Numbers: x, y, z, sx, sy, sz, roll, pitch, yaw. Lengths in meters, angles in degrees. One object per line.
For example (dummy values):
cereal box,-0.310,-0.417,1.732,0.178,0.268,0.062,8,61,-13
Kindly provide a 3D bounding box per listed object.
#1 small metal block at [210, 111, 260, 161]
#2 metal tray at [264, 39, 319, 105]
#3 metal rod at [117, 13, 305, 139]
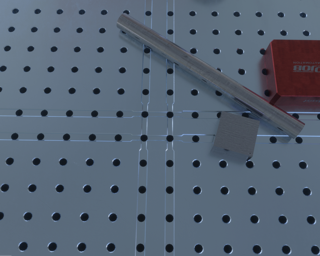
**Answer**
small metal block,0.099,0.011,0.408,0.050,0.025,0.050,16,71,5
metal tray,0.221,-0.079,0.439,0.131,0.030,0.090,1,70,0
metal rod,0.063,-0.079,0.440,0.300,0.025,0.025,35,74,11
